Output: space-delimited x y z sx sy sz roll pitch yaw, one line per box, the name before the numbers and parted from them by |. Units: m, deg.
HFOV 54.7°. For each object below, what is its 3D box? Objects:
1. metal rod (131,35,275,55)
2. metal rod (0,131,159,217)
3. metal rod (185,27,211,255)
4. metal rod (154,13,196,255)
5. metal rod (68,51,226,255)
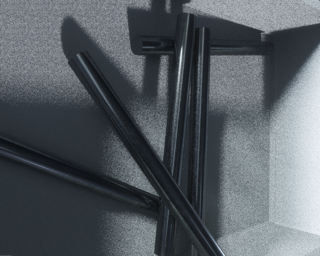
metal rod | 0.086 -0.125 0.477 0.302 0.025 0.025 -11 97 -39
metal rod | -0.051 0.074 0.363 0.301 0.025 0.025 31 71 -36
metal rod | 0.051 0.017 0.415 0.025 0.025 0.298 3 88 -40
metal rod | 0.020 0.005 0.389 0.025 0.025 0.298 9 84 -40
metal rod | -0.006 0.047 0.352 0.025 0.025 0.299 -38 98 -33
